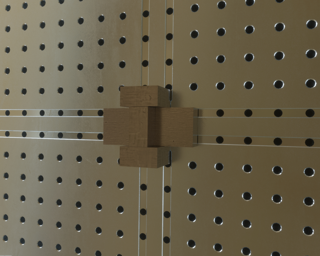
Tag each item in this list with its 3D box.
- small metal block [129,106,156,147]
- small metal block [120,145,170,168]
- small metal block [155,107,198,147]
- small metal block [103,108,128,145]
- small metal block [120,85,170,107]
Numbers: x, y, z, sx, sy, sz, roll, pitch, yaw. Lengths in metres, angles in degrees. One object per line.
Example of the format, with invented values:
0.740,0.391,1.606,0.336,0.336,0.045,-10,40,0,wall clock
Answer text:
-0.018,-0.002,0.404,0.025,0.050,0.050,1,90,20,small metal block
-0.019,0.036,0.405,0.050,0.050,0.025,1,91,19,small metal block
0.022,-0.001,0.404,0.050,0.025,0.050,1,90,19,small metal block
-0.050,-0.002,0.429,0.050,0.025,0.050,1,90,19,small metal block
-0.018,-0.039,0.404,0.050,0.050,0.025,1,91,19,small metal block
